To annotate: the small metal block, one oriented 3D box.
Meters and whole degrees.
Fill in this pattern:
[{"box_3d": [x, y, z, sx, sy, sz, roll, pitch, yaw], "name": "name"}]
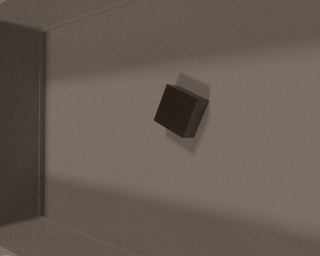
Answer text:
[{"box_3d": [0.026, -0.021, 0.384, 0.050, 0.025, 0.050, 32, 110, 35], "name": "small metal block"}]
